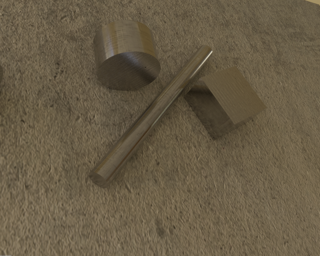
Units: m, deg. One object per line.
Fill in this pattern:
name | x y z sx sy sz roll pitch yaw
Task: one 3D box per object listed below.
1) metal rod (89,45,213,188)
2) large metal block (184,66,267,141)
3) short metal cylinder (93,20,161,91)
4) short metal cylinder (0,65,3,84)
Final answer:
metal rod | 0.005 -0.036 0.428 0.025 0.025 0.301 39 51 -2
large metal block | 0.097 -0.038 0.463 0.081 0.050 0.080 -23 75 -36
short metal cylinder | -0.043 -0.092 0.401 0.081 0.080 0.050 2 61 -27
short metal cylinder | -0.201 -0.052 0.292 0.050 0.080 0.080 45 51 3
